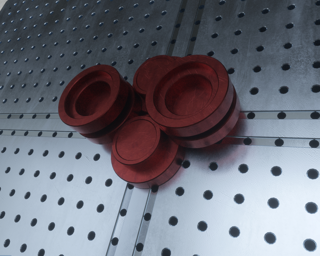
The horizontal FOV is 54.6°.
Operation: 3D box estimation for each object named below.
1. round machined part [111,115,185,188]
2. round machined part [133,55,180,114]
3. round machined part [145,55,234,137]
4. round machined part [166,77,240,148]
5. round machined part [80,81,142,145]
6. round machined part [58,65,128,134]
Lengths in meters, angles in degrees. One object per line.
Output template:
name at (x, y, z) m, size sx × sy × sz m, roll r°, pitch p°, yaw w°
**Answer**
round machined part at (-0.021, 0.023, 0.394) m, size 0.098 × 0.042 × 0.098 m, roll -13°, pitch 56°, yaw 21°
round machined part at (0.002, -0.063, 0.436) m, size 0.098 × 0.042 × 0.098 m, roll -13°, pitch 56°, yaw 21°
round machined part at (0.036, -0.033, 0.357) m, size 0.098 × 0.042 × 0.098 m, roll -13°, pitch 56°, yaw 21°
round machined part at (0.050, -0.019, 0.383) m, size 0.098 × 0.042 × 0.098 m, roll -13°, pitch 56°, yaw 21°
round machined part at (-0.070, -0.020, 0.447) m, size 0.098 × 0.042 × 0.098 m, roll -13°, pitch 56°, yaw 21°
round machined part at (-0.086, -0.035, 0.423) m, size 0.098 × 0.042 × 0.098 m, roll -13°, pitch 56°, yaw 21°
